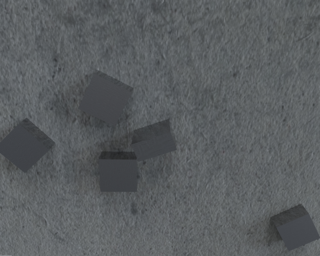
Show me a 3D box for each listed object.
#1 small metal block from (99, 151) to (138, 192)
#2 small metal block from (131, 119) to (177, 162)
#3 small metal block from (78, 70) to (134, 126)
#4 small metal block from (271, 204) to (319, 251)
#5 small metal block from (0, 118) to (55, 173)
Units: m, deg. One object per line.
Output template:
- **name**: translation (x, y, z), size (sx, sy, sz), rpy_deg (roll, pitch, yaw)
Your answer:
- **small metal block**: translation (-0.057, 0.061, 0.431), size (0.050, 0.025, 0.050), rpy_deg (1, 110, -1)
- **small metal block**: translation (-0.007, 0.015, 0.402), size (0.050, 0.050, 0.025), rpy_deg (-18, 109, 6)
- **small metal block**: translation (-0.068, -0.038, 0.395), size (0.050, 0.025, 0.050), rpy_deg (26, 108, -10)
- **small metal block**: translation (0.205, 0.151, 0.468), size (0.050, 0.025, 0.050), rpy_deg (-28, 108, 9)
- **small metal block**: translation (-0.180, 0.023, 0.416), size (0.050, 0.025, 0.050), rpy_deg (-41, 106, 13)
